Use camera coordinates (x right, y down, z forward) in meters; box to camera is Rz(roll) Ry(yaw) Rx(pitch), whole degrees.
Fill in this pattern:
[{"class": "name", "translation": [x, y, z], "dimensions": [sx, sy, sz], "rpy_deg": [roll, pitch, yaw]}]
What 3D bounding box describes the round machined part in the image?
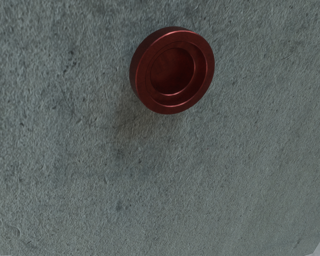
[{"class": "round machined part", "translation": [0.010, -0.068, 0.359], "dimensions": [0.099, 0.042, 0.097], "rpy_deg": [-14, 124, -21]}]
